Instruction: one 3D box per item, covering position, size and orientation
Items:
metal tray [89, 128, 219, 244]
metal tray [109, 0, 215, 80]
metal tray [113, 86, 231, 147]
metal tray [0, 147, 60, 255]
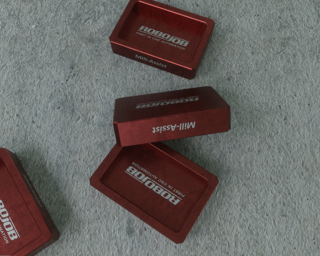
[{"bbox_3d":[-0.007,0.067,0.380,0.130,0.030,0.090,32,73,10],"label":"metal tray"},{"bbox_3d":[0.004,-0.134,0.454,0.131,0.030,0.090,21,71,7],"label":"metal tray"},{"bbox_3d":[0.011,-0.018,0.382,0.131,0.090,0.030,-8,113,-3],"label":"metal tray"},{"bbox_3d":[-0.192,0.100,0.367,0.090,0.030,0.130,-33,73,-11],"label":"metal tray"}]
